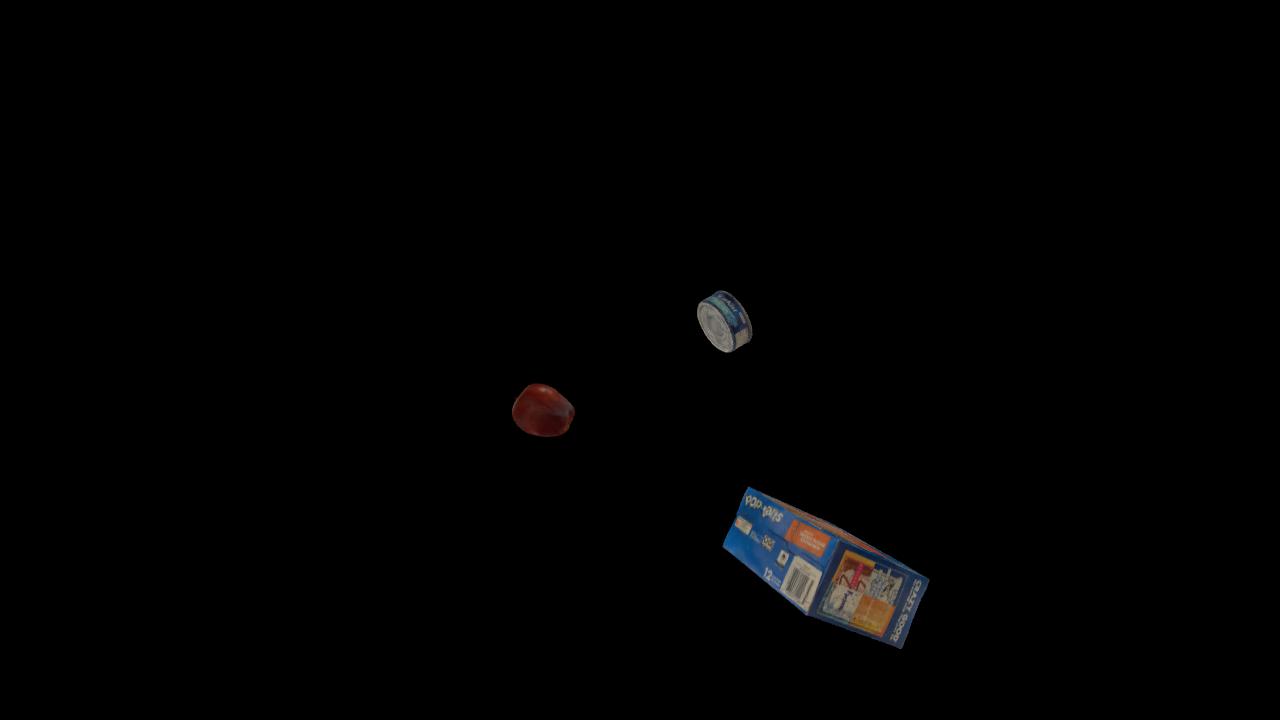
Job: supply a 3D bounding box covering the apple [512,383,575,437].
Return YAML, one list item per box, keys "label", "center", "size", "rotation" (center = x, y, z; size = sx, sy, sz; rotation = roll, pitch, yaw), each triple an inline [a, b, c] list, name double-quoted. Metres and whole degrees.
- label: "apple"
  center: [-0.148, 0.078, 0.928]
  size: [0.093, 0.079, 0.079]
  rotation: [26, 4, 7]

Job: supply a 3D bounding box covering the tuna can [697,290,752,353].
- label: "tuna can"
  center: [0.116, -0.053, 0.857]
  size: [0.034, 0.084, 0.084]
  rotation: [-31, 10, -17]

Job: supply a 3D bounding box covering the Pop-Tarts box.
- label: "Pop-Tarts box"
  center: [0.200, 0.225, 0.688]
  size: [0.141, 0.083, 0.167]
  rotation: [27, -3, -22]
